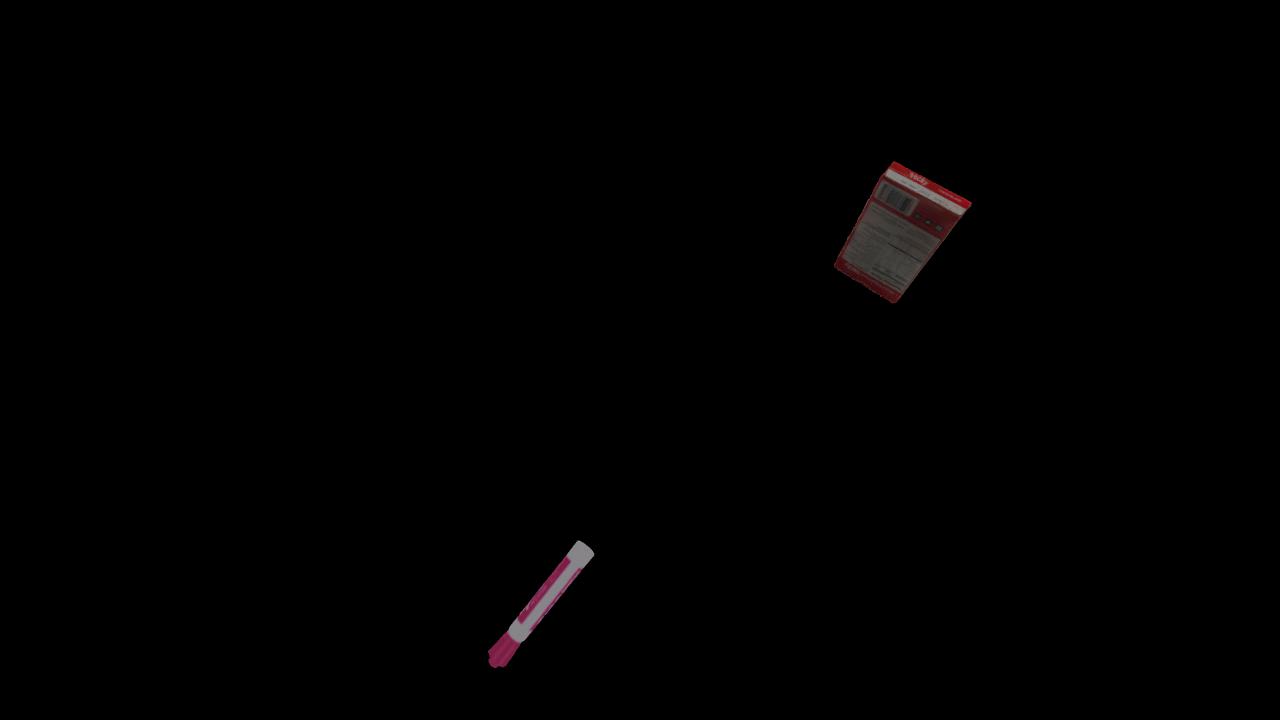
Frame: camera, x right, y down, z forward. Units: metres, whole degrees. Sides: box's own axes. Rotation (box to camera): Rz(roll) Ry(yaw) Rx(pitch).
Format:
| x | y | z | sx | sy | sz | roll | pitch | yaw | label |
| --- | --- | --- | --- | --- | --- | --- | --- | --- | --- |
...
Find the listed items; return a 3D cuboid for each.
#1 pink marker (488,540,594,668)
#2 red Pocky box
| x | y | z | sx | sy | sz | roll | pitch | yaw | label |
| --- | --- | --- | --- | --- | --- | --- | --- | --- | --- |
| -0.083 | 0.204 | 0.513 | 0.020 | 0.121 | 0.020 | 39 | -6 | 5 | pink marker |
| 0.263 | -0.126 | 0.636 | 0.083 | 0.028 | 0.155 | 35 | -21 | 14 | red Pocky box |
